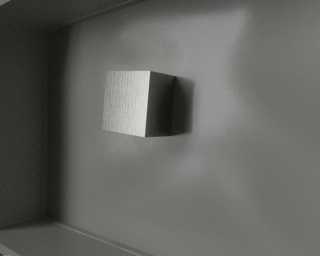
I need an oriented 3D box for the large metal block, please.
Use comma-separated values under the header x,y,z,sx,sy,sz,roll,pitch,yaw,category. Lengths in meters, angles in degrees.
x,y,z,sx,sy,sz,roll,pitch,yaw,category
-0.029,-0.033,0.416,0.080,0.050,0.080,8,95,40,large metal block
